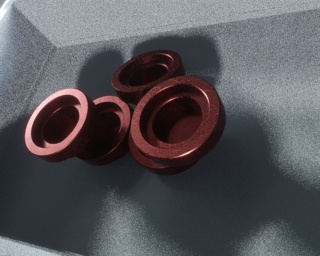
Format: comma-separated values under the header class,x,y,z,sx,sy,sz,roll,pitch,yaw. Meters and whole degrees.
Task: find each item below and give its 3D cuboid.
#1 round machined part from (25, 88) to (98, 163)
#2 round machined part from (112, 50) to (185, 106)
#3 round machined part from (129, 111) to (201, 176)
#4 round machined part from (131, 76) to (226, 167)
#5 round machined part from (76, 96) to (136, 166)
class,x,y,z,sx,sy,sz,roll,pitch,yaw
round machined part,-0.122,0.000,0.403,0.098,0.042,0.098,-13,56,21
round machined part,-0.013,-0.063,0.426,0.098,0.042,0.098,-13,39,12
round machined part,0.015,0.013,0.378,0.098,0.042,0.098,-13,56,21
round machined part,0.022,-0.004,0.331,0.098,0.042,0.098,-13,56,21
round machined part,-0.073,0.007,0.427,0.098,0.042,0.098,-13,56,21
